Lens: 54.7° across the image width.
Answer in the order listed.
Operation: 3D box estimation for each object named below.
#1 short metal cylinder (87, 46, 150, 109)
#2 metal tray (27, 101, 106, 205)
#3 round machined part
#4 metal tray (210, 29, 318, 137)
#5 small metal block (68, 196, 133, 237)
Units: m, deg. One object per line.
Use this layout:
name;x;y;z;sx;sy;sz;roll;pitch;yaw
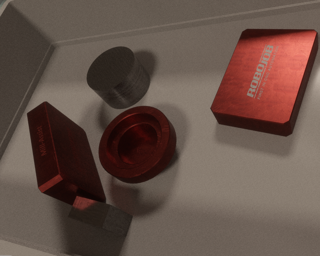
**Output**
short metal cylinder;-0.062;-0.075;0.467;0.080;0.050;0.080;-13;56;20
metal tray;-0.123;0.036;0.404;0.030;0.090;0.130;-33;52;7
round machined part;-0.024;0.024;0.391;0.098;0.042;0.098;-13;56;20
metal tray;0.126;-0.060;0.373;0.090;0.030;0.130;13;68;33
small metal block;-0.068;0.103;0.361;0.050;0.050;0.025;5;65;30
